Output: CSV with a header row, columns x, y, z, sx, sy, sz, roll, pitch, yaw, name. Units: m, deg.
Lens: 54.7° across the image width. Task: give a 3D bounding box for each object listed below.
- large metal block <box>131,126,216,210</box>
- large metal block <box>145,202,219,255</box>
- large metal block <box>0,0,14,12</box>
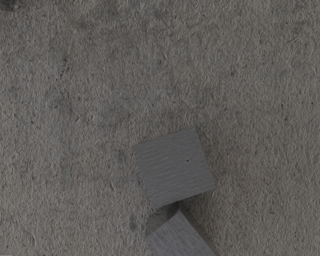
x,y,z,sx,sy,sz,roll,pitch,yaw,name
0.017,0.047,0.398,0.080,0.050,0.080,-19,90,0,large metal block
0.028,0.138,0.383,0.050,0.080,0.080,-38,90,0,large metal block
-0.233,-0.203,0.395,0.080,0.050,0.080,9,90,0,large metal block
